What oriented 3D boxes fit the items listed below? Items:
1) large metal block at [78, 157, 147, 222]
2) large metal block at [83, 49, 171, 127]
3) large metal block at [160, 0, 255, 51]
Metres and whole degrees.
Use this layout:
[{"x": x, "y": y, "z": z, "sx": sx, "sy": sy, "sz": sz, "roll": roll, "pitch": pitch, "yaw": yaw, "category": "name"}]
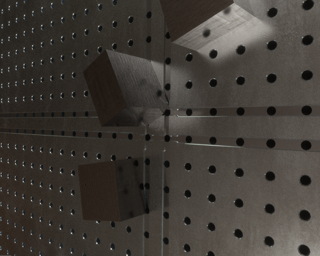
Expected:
[{"x": -0.070, "y": 0.088, "z": 0.449, "sx": 0.080, "sy": 0.050, "sz": 0.080, "roll": -12, "pitch": 83, "yaw": 39, "category": "large metal block"}, {"x": -0.043, "y": -0.049, "z": 0.407, "sx": 0.050, "sy": 0.081, "sz": 0.080, "roll": -34, "pitch": 69, "yaw": 35, "category": "large metal block"}, {"x": 0.049, "y": -0.147, "z": 0.352, "sx": 0.080, "sy": 0.050, "sz": 0.080, "roll": -24, "pitch": 75, "yaw": 37, "category": "large metal block"}]
